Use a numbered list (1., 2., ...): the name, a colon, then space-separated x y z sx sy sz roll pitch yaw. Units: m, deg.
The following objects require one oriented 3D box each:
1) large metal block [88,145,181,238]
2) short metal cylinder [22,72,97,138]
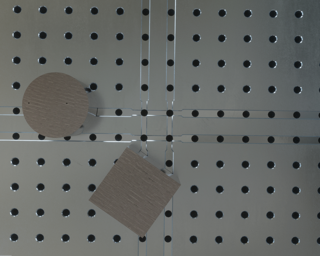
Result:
1. large metal block: -0.031 0.078 0.401 0.080 0.050 0.080 36 90 0
2. short metal cylinder: -0.127 -0.028 0.400 0.081 0.050 0.080 0 90 0
